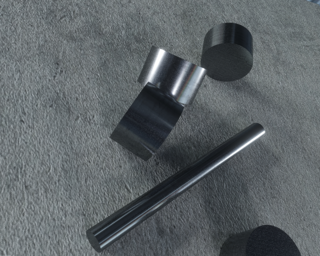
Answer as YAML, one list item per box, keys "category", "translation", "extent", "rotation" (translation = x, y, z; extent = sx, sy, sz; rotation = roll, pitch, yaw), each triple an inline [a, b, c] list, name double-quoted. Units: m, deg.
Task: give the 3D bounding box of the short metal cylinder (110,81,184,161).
- category: "short metal cylinder"
  translation: [-0.016, -0.008, 0.365]
  extent: [0.050, 0.080, 0.080]
  rotation: [35, 51, -6]

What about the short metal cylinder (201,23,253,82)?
- category: "short metal cylinder"
  translation: [0.109, -0.121, 0.501]
  extent: [0.080, 0.080, 0.050]
  rotation: [23, 54, -15]

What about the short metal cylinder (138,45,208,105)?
- category: "short metal cylinder"
  translation: [0.017, -0.071, 0.414]
  extent: [0.080, 0.050, 0.080]
  rotation: [23, 13, -6]

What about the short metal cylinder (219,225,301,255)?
- category: "short metal cylinder"
  translation: [0.115, 0.157, 0.354]
  extent: [0.081, 0.050, 0.080]
  rotation: [14, 56, -21]

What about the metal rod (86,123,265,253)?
- category: "metal rod"
  translation: [0.044, 0.057, 0.392]
  extent: [0.302, 0.025, 0.025]
  rotation: [-26, 76, -37]
